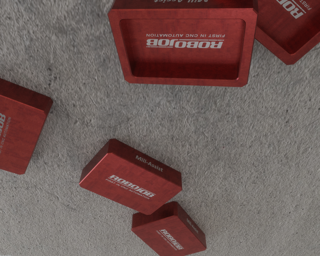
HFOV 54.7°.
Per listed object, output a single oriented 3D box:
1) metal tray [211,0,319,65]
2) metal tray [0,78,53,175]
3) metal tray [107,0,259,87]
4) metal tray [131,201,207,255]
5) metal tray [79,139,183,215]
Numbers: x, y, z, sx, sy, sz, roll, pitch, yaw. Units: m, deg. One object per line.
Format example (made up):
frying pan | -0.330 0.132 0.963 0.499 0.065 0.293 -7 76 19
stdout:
metal tray | 0.114 -0.130 0.293 0.131 0.030 0.090 30 124 -23
metal tray | -0.204 0.000 0.402 0.091 0.030 0.129 22 127 -18
metal tray | 0.024 -0.084 0.306 0.131 0.030 0.090 3 142 10
metal tray | 0.019 0.192 0.567 0.090 0.030 0.130 -23 127 18
metal tray | -0.043 0.078 0.470 0.131 0.030 0.090 30 124 -23
